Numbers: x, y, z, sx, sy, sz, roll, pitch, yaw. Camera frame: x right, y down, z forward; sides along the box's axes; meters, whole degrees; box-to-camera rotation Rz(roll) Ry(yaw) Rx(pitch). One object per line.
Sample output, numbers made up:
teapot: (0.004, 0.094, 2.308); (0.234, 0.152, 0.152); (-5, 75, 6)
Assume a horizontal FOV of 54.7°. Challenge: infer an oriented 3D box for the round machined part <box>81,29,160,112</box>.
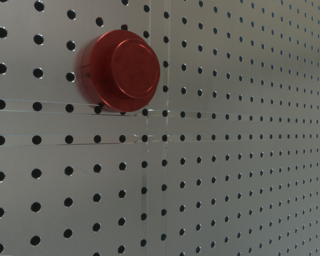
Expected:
round machined part: (-0.039, -0.068, 0.367); (0.099, 0.042, 0.097); (0, 90, -40)
